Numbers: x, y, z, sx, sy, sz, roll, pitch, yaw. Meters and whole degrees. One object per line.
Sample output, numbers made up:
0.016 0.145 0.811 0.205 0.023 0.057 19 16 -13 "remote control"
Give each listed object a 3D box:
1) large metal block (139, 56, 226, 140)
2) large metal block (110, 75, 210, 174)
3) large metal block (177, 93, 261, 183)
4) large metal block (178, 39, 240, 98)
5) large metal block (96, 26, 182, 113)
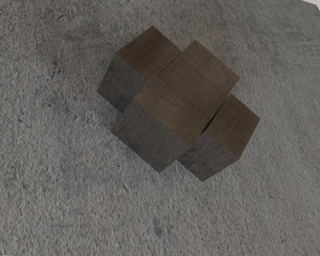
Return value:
0.024 -0.031 0.404 0.080 0.080 0.050 41 51 -1 "large metal block"
-0.002 -0.002 0.372 0.080 0.080 0.050 41 51 -1 "large metal block"
0.073 0.014 0.404 0.050 0.080 0.080 41 51 -1 "large metal block"
0.049 -0.061 0.436 0.080 0.080 0.050 41 51 -1 "large metal block"
-0.028 -0.072 0.401 0.050 0.080 0.080 41 51 -1 "large metal block"
